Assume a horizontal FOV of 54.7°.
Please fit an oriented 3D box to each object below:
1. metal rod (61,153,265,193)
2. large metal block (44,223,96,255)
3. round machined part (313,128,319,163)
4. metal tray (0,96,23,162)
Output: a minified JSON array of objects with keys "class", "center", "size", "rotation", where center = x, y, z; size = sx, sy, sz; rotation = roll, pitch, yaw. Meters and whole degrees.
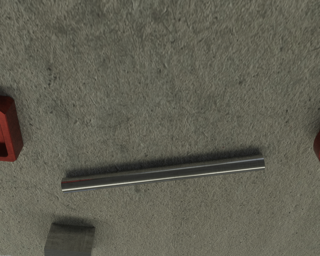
[{"class":"metal rod","center":[0.001,0.069,0.465],"size":[0.301,0.025,0.025],"rotation":[-8,130,6]},{"class":"large metal block","center":[-0.168,0.227,0.582],"size":[0.081,0.050,0.079],"rotation":[8,130,-7]},{"class":"round machined part","center":[0.254,0.013,0.410],"size":[0.099,0.042,0.097],"rotation":[0,130,0]},{"class":"metal tray","center":[-0.254,-0.002,0.399],"size":[0.131,0.030,0.089],"rotation":[6,130,-5]}]
